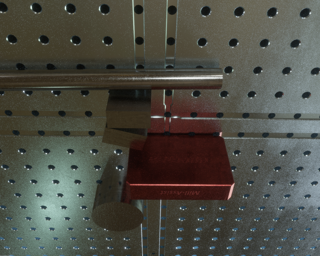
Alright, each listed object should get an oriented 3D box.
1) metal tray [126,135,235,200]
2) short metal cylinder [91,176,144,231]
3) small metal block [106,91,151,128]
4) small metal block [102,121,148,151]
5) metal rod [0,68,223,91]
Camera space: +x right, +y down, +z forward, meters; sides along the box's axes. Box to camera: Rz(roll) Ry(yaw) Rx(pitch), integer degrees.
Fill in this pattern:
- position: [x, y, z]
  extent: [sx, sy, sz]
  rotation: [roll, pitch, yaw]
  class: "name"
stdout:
- position: [0.024, 0.050, 0.412]
  extent: [0.131, 0.090, 0.030]
  rotation: [1, 130, -1]
  class: "metal tray"
- position: [-0.066, 0.123, 0.499]
  extent: [0.081, 0.050, 0.079]
  rotation: [0, 130, 0]
  class: "short metal cylinder"
- position: [-0.036, -0.025, 0.373]
  extent: [0.050, 0.050, 0.025]
  rotation: [1, 130, -1]
  class: "small metal block"
- position: [-0.043, -0.002, 0.393]
  extent: [0.050, 0.050, 0.025]
  rotation: [13, 129, -11]
  class: "small metal block"
- position: [-0.080, -0.056, 0.362]
  extent: [0.302, 0.025, 0.025]
  rotation: [-1, 130, 0]
  class: "metal rod"
